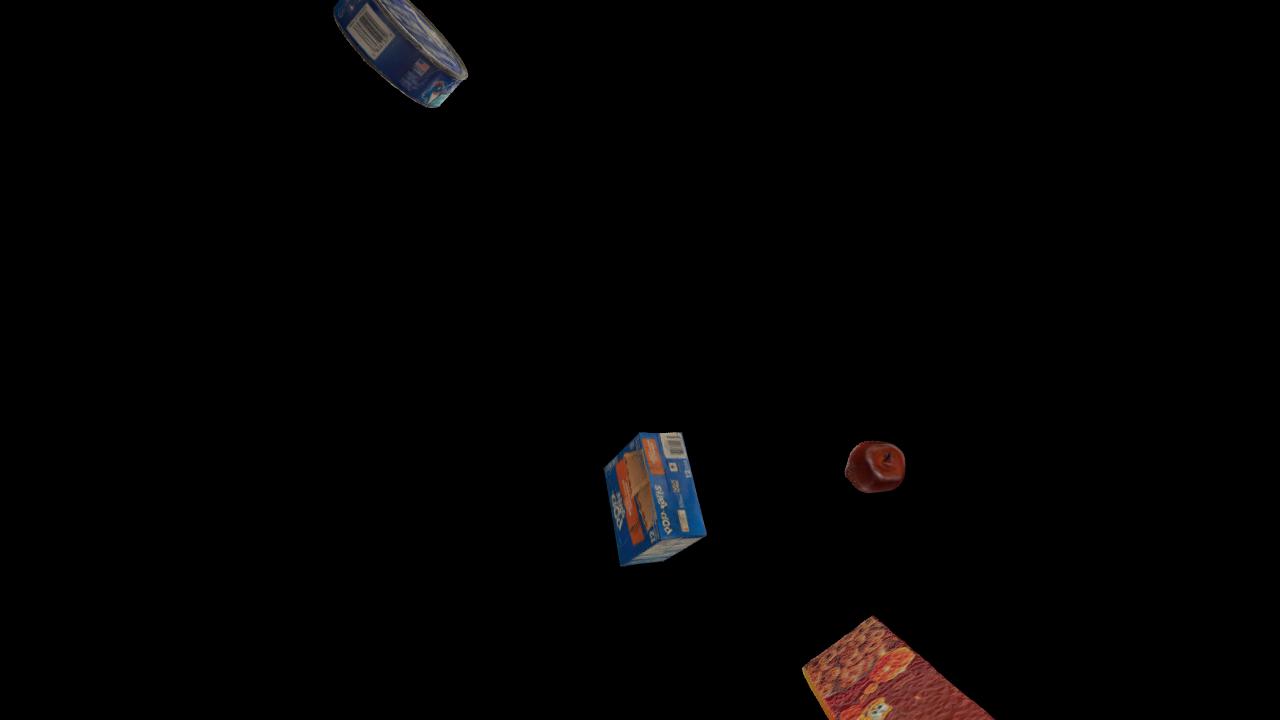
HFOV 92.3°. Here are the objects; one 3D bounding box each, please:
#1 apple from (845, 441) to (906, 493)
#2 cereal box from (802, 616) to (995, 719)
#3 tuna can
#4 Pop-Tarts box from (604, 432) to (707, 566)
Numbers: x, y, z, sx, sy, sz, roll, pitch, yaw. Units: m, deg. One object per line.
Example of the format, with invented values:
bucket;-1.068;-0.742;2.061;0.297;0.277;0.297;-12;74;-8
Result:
apple;0.339;0.154;0.887;0.079;0.079;0.093;0;-26;-9
cereal box;0.201;0.274;0.300;0.081;0.203;0.306;-35;-5;-2
tuna can;-0.158;-0.212;0.411;0.034;0.084;0.084;-39;-13;16
Pop-Tarts box;0.018;0.217;0.960;0.083;0.167;0.141;5;-33;-27
